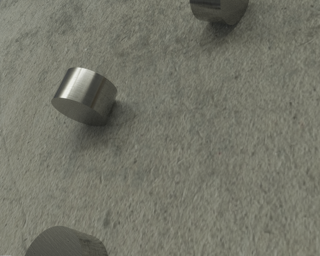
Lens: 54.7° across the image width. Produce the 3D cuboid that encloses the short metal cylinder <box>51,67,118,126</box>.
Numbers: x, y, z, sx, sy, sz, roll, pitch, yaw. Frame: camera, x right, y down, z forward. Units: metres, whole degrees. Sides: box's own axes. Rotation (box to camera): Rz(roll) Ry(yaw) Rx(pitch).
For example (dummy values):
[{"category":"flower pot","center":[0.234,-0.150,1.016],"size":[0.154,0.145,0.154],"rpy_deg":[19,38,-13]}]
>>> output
[{"category":"short metal cylinder","center":[-0.109,-0.043,0.450],"size":[0.080,0.080,0.050],"rpy_deg":[5,64,30]}]

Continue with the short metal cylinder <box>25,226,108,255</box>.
[{"category":"short metal cylinder","center":[-0.105,0.156,0.346],"size":[0.080,0.050,0.080],"rpy_deg":[-13,56,20]}]

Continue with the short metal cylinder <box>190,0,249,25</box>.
[{"category":"short metal cylinder","center":[0.087,-0.191,0.440],"size":[0.050,0.080,0.080],"rpy_deg":[23,74,36]}]
